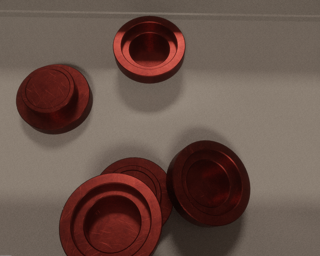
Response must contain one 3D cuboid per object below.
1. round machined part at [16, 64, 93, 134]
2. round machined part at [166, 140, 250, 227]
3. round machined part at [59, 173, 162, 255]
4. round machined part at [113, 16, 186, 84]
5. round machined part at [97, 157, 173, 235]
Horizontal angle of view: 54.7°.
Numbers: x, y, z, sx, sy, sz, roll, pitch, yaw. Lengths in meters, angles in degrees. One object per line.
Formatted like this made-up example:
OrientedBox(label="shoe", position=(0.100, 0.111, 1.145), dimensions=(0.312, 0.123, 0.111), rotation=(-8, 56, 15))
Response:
OrientedBox(label="round machined part", position=(-0.144, -0.044, 0.415), dimensions=(0.099, 0.042, 0.098), rotation=(0, 70, -1))
OrientedBox(label="round machined part", position=(0.053, 0.067, 0.367), dimensions=(0.099, 0.042, 0.098), rotation=(8, 66, -18))
OrientedBox(label="round machined part", position=(-0.047, 0.099, 0.314), dimensions=(0.099, 0.042, 0.098), rotation=(0, 60, 0))
OrientedBox(label="round machined part", position=(-0.014, -0.106, 0.439), dimensions=(0.099, 0.042, 0.098), rotation=(0, 70, -1))
OrientedBox(label="round machined part", position=(-0.032, 0.082, 0.370), dimensions=(0.099, 0.042, 0.098), rotation=(0, 70, 0))
